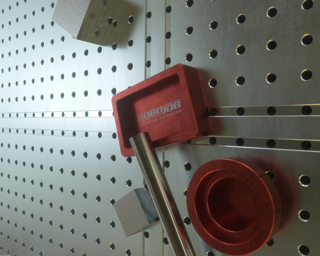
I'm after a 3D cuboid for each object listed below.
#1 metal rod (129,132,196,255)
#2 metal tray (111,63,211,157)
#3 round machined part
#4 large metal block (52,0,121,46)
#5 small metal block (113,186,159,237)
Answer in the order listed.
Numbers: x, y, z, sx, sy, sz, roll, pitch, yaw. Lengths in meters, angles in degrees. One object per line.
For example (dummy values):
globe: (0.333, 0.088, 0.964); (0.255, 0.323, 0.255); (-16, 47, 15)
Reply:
metal rod: (0.028, 0.147, 0.363); (0.025, 0.025, 0.299); (-28, 79, 36)
metal tray: (-0.004, -0.018, 0.407); (0.130, 0.030, 0.090); (-19, 78, 38)
round machined part: (0.081, 0.080, 0.331); (0.098, 0.042, 0.097); (0, 90, 39)
large metal block: (-0.117, -0.188, 0.487); (0.080, 0.050, 0.079); (42, 115, 31)
small metal block: (-0.033, 0.117, 0.434); (0.050, 0.025, 0.050); (-40, 66, 32)
